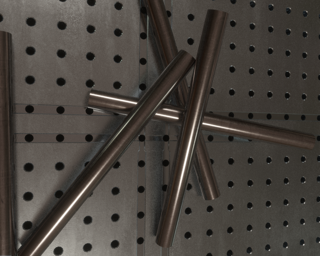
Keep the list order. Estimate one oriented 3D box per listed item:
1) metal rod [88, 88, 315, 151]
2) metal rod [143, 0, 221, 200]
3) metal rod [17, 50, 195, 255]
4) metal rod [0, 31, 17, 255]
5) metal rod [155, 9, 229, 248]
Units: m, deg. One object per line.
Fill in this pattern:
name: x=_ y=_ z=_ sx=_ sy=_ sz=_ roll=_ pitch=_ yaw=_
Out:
metal rod: x=0.060 y=-0.009 z=0.405 sx=0.302 sy=0.025 sz=0.025 roll=11 pitch=86 yaw=-9
metal rod: x=0.030 y=-0.044 z=0.424 sx=0.025 sy=0.025 sz=0.298 roll=-20 pitch=97 yaw=-19
metal rod: x=-0.060 y=0.031 z=0.364 sx=0.025 sy=0.025 sz=0.300 roll=40 pitch=87 yaw=-16
metal rod: x=-0.176 y=0.044 z=0.347 sx=0.025 sy=0.025 sz=0.298 roll=-1 pitch=91 yaw=-20
metal rod: x=0.035 y=0.012 z=0.381 sx=0.025 sy=0.025 sz=0.298 roll=6 pitch=105 yaw=-20
